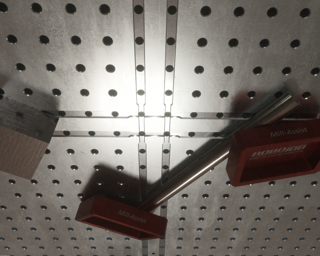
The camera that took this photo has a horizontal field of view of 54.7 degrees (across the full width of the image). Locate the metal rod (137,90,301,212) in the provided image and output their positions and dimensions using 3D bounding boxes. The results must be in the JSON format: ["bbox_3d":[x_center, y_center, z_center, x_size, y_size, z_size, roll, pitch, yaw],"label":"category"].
[{"bbox_3d":[0.069,0.050,0.455,0.025,0.025,0.299,33,123,-25],"label":"metal rod"}]

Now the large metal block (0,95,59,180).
[{"bbox_3d":[-0.190,0.014,0.404,0.080,0.050,0.080,24,126,-20],"label":"large metal block"}]

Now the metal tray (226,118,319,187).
[{"bbox_3d":[0.161,0.035,0.418,0.131,0.030,0.089,-8,139,-6],"label":"metal tray"}]

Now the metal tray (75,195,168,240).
[{"bbox_3d":[-0.065,0.153,0.516,0.131,0.030,0.090,25,149,-20],"label":"metal tray"}]
